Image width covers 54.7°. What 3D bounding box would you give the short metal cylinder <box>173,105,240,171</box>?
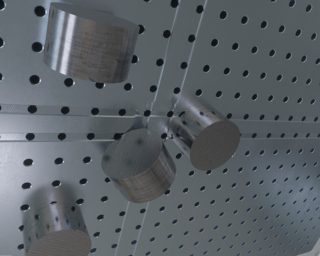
[{"bbox_3d":[0.065,0.013,0.439,0.081,0.050,0.079,-14,124,-21],"label":"short metal cylinder"}]

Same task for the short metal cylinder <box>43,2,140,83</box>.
[{"bbox_3d":[-0.064,-0.080,0.291,0.081,0.080,0.050,3,117,-30],"label":"short metal cylinder"}]

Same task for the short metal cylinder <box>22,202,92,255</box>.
[{"bbox_3d":[-0.137,0.146,0.411,0.081,0.050,0.079,-14,124,-21],"label":"short metal cylinder"}]

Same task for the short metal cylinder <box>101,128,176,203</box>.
[{"bbox_3d":[-0.026,0.046,0.390,0.080,0.080,0.050,-32,129,-7],"label":"short metal cylinder"}]
